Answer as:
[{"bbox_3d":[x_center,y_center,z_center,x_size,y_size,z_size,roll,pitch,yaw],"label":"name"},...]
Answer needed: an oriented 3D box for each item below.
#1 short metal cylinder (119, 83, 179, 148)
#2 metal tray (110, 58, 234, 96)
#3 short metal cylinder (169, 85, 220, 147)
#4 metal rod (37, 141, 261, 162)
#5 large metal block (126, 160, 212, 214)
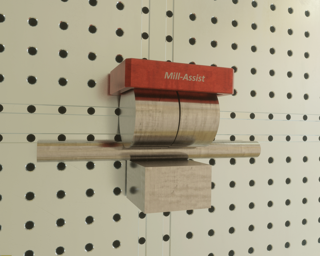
[{"bbox_3d":[-0.016,-0.016,0.375,0.050,0.080,0.079,1,90,-20],"label":"short metal cylinder"},{"bbox_3d":[0.012,-0.056,0.378,0.131,0.090,0.030,1,90,-20],"label":"metal tray"},{"bbox_3d":[0.033,-0.016,0.393,0.050,0.080,0.079,2,90,-20],"label":"short metal cylinder"},{"bbox_3d":[0.000,0.029,0.409,0.303,0.025,0.025,1,90,-20],"label":"metal rod"},{"bbox_3d":[0.008,0.067,0.382,0.081,0.080,0.050,1,90,-20],"label":"large metal block"}]
